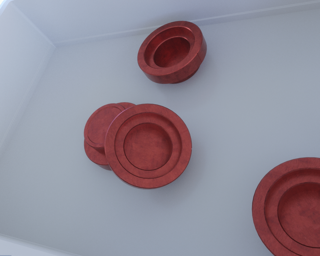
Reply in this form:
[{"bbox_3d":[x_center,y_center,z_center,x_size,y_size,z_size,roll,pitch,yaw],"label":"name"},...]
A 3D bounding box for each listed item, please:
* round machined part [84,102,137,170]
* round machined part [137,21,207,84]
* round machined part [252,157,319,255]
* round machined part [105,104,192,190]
[{"bbox_3d":[-0.064,0.005,0.424,0.098,0.042,0.098,-13,56,20],"label":"round machined part"},{"bbox_3d":[0.021,-0.103,0.446,0.098,0.042,0.098,-13,56,20],"label":"round machined part"},{"bbox_3d":[0.136,0.079,0.275,0.098,0.042,0.098,-13,56,20],"label":"round machined part"},{"bbox_3d":[-0.015,0.024,0.367,0.099,0.042,0.098,2,75,-7],"label":"round machined part"}]
